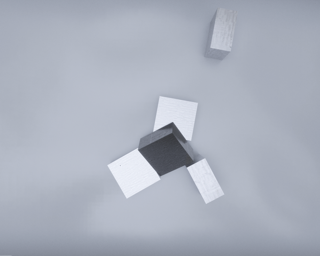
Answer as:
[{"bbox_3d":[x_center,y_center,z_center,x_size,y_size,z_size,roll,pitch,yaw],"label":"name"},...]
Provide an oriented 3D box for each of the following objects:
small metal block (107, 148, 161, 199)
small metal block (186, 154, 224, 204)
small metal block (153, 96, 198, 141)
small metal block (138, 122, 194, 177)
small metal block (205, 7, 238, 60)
[{"bbox_3d":[-0.033,0.057,0.411,0.050,0.025,0.050,-30,90,0],"label":"small metal block"},{"bbox_3d":[0.055,0.064,0.400,0.025,0.050,0.050,-28,90,0],"label":"small metal block"},{"bbox_3d":[0.020,-0.012,0.412,0.050,0.025,0.050,10,90,-1],"label":"small metal block"},{"bbox_3d":[0.008,0.028,0.395,0.050,0.025,0.050,-28,116,20],"label":"small metal block"},{"bbox_3d":[0.078,-0.120,0.400,0.025,0.050,0.050,10,90,0],"label":"small metal block"}]
